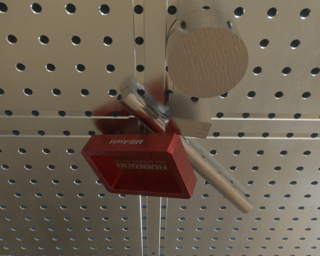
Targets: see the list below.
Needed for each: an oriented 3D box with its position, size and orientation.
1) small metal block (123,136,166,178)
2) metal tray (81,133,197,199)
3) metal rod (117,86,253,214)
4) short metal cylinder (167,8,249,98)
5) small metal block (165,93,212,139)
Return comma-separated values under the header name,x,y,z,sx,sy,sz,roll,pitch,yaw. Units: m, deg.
name,x,y,z,sx,sy,sz,roll,pitch,yaw
small metal block,-0.021,0.043,0.448,0.050,0.025,0.050,-11,130,8
metal tray,-0.027,0.050,0.404,0.130,0.030,0.090,-2,132,27
metal rod,0.052,0.047,0.452,0.025,0.025,0.300,-32,124,24
short metal cylinder,0.048,-0.079,0.329,0.081,0.050,0.079,0,130,0
small metal block,0.033,-0.016,0.383,0.050,0.050,0.025,9,130,-8
